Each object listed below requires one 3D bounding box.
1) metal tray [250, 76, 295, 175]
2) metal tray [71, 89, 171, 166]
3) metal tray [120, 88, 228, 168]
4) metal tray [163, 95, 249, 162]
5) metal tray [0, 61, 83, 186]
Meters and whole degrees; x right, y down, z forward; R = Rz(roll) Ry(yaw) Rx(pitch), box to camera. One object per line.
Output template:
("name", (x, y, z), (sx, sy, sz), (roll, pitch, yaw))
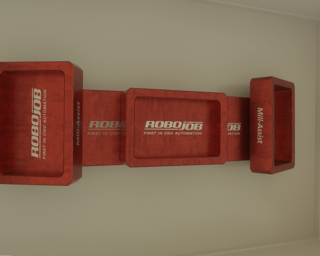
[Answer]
("metal tray", (0.164, -0.004, 0.446), (0.091, 0.030, 0.129), (0, 90, -48))
("metal tray", (-0.052, 0.000, 0.388), (0.131, 0.030, 0.089), (0, 90, -20))
("metal tray", (0.019, 0.000, 0.381), (0.131, 0.030, 0.089), (1, 89, -20))
("metal tray", (0.071, 0.001, 0.433), (0.131, 0.030, 0.089), (0, 90, -20))
("metal tray", (-0.133, -0.005, 0.338), (0.090, 0.030, 0.129), (1, 90, 5))
